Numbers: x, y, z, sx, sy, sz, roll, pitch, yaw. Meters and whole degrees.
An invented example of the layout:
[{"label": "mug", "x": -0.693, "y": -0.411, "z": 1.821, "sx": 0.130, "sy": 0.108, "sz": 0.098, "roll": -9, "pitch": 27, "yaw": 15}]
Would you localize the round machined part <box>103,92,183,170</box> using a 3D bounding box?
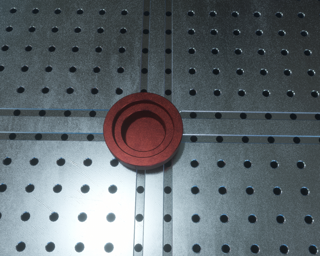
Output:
[{"label": "round machined part", "x": -0.021, "y": 0.007, "z": 0.400, "sx": 0.099, "sy": 0.042, "sz": 0.098, "roll": 0, "pitch": 70, "yaw": -1}]
